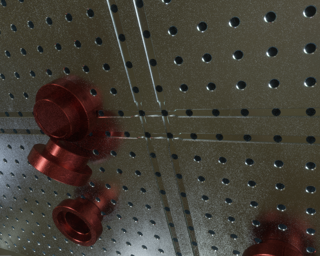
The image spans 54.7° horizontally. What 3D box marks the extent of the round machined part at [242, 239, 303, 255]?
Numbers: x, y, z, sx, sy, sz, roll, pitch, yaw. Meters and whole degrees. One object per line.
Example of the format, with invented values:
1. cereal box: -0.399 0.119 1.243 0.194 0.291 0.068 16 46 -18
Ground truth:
1. round machined part: 0.165 0.196 0.435 0.098 0.042 0.097 13 124 20

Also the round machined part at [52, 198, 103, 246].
1. round machined part: -0.149 0.171 0.582 0.098 0.042 0.097 13 124 20

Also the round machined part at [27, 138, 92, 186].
1. round machined part: -0.149 0.047 0.482 0.098 0.098 0.042 29 91 9

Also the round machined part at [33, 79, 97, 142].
1. round machined part: -0.148 -0.020 0.463 0.098 0.042 0.097 13 124 20
